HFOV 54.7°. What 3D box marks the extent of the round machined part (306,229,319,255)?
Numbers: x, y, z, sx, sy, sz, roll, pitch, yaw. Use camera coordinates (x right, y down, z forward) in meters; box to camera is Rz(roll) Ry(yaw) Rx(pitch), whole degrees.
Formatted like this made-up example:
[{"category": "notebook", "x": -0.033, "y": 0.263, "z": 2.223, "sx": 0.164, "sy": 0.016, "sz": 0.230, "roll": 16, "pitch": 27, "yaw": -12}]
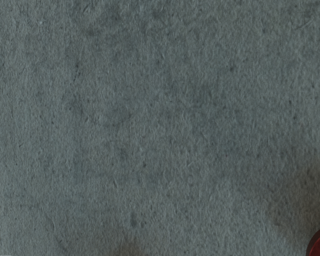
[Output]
[{"category": "round machined part", "x": 0.208, "y": 0.145, "z": 0.327, "sx": 0.098, "sy": 0.042, "sz": 0.097, "roll": 0, "pitch": 90, "yaw": 19}]
